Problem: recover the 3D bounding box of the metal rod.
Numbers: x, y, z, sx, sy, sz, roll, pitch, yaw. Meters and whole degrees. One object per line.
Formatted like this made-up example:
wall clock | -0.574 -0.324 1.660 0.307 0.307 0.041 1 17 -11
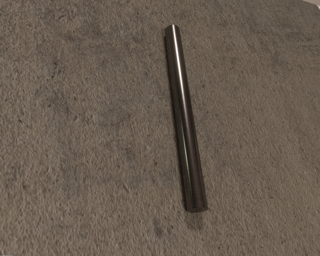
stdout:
metal rod | 0.033 -0.032 0.442 0.025 0.025 0.299 9 58 -24
